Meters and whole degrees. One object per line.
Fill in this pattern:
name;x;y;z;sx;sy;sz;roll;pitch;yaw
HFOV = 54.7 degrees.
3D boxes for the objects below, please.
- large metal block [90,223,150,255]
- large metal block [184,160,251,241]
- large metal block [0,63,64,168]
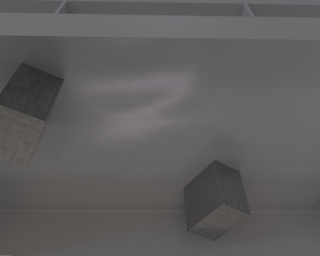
large metal block;-0.075;0.235;0.595;0.080;0.050;0.080;-20;128;16
large metal block;0.082;0.109;0.467;0.050;0.080;0.080;26;125;-21
large metal block;-0.157;-0.015;0.359;0.050;0.080;0.080;22;127;-18
